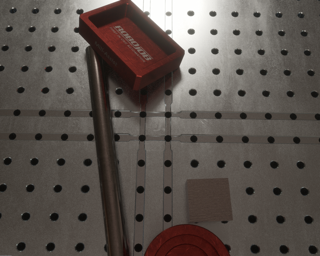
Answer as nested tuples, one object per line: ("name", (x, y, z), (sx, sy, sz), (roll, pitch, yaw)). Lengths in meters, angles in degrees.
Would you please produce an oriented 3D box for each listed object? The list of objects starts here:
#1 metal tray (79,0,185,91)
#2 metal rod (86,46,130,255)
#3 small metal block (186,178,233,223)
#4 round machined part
("metal tray", (-0.041, -0.122, 0.439), (0.091, 0.030, 0.130), (-35, 73, -30))
("metal rod", (-0.070, 0.024, 0.401), (0.025, 0.025, 0.299), (-9, 70, -4))
("small metal block", (0.059, 0.089, 0.380), (0.050, 0.025, 0.050), (-2, 70, -1))
("round machined part", (0.029, 0.159, 0.345), (0.099, 0.042, 0.098), (0, 70, -1))
